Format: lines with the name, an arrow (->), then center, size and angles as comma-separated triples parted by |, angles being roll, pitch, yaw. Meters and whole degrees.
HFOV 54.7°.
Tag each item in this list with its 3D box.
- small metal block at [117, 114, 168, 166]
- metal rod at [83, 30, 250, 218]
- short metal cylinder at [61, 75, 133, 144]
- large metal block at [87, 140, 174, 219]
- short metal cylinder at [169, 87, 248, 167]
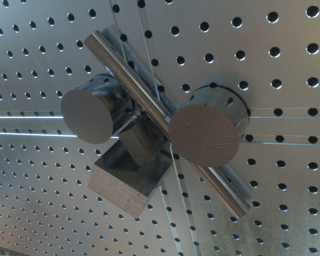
small metal block -> -0.021, 0.013, 0.409 | 0.025, 0.050, 0.050 | -23, 106, 36
metal rod -> 0.013, 0.000, 0.399 | 0.300, 0.025, 0.025 | 49, 129, -7
short metal cylinder -> -0.085, -0.025, 0.419 | 0.080, 0.050, 0.079 | 13, 124, 21
large metal block -> -0.040, 0.063, 0.430 | 0.080, 0.080, 0.050 | 30, 129, 9
short metal cylinder -> 0.057, -0.001, 0.359 | 0.080, 0.050, 0.079 | 13, 124, 21
